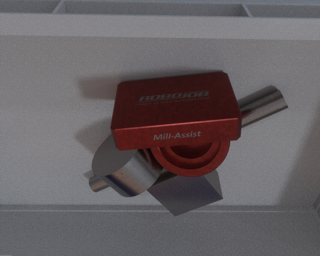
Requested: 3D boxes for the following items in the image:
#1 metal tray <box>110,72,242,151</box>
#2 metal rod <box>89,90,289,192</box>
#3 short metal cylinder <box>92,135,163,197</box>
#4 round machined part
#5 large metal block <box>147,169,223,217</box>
[{"bbox_3d":[0.016,-0.021,0.345,0.131,0.090,0.030,-5,130,3],"label":"metal tray"},{"bbox_3d":[0.025,0.026,0.430,0.300,0.025,0.025,-26,126,20],"label":"metal rod"},{"bbox_3d":[-0.042,0.043,0.407,0.080,0.080,0.050,-27,125,20],"label":"short metal cylinder"},{"bbox_3d":[0.038,0.008,0.385,0.098,0.042,0.097,4,106,14],"label":"round machined part"},{"bbox_3d":[0.035,0.077,0.455,0.080,0.050,0.080,-26,126,20],"label":"large metal block"}]
